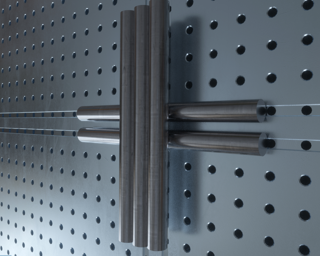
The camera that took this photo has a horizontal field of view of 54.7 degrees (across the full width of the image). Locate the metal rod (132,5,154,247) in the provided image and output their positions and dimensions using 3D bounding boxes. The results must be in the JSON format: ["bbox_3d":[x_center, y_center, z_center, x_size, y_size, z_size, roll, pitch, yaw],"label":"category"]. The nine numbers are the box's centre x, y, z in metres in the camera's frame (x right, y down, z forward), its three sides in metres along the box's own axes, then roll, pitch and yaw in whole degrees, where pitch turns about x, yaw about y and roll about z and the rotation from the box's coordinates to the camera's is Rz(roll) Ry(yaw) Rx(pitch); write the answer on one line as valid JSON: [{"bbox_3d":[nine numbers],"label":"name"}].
[{"bbox_3d":[-0.021,-0.002,0.393,0.025,0.025,0.298,1,91,39],"label":"metal rod"}]

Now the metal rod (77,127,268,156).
[{"bbox_3d":[-0.009,0.014,0.415,0.300,0.025,0.025,1,91,39],"label":"metal rod"}]

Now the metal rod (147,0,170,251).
[{"bbox_3d":[-0.002,-0.004,0.377,0.025,0.025,0.298,1,91,39],"label":"metal rod"}]

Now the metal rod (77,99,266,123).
[{"bbox_3d":[-0.011,-0.021,0.417,0.300,0.025,0.025,1,91,39],"label":"metal rod"}]

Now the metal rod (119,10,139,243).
[{"bbox_3d":[-0.041,-0.002,0.409,0.025,0.025,0.298,1,91,39],"label":"metal rod"}]
